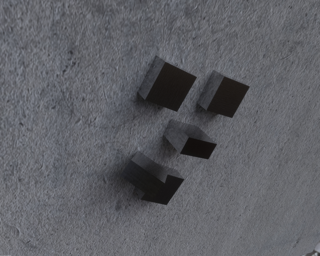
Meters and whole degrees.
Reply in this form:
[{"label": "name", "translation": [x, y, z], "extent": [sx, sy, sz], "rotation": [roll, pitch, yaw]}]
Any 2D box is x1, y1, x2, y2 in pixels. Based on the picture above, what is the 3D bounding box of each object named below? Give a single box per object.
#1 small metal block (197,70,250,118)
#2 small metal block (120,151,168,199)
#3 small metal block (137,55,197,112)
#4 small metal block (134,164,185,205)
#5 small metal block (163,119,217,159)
[{"label": "small metal block", "translation": [0.087, -0.046, 0.426], "extent": [0.050, 0.025, 0.050], "rotation": [13, 112, -34]}, {"label": "small metal block", "translation": [-0.019, 0.059, 0.404], "extent": [0.050, 0.050, 0.025], "rotation": [35, 101, 0]}, {"label": "small metal block", "translation": [0.009, -0.053, 0.378], "extent": [0.050, 0.025, 0.050], "rotation": [18, 109, -35]}, {"label": "small metal block", "translation": [-0.001, 0.083, 0.458], "extent": [0.050, 0.025, 0.050], "rotation": [23, 106, -37]}, {"label": "small metal block", "translation": [0.040, 0.015, 0.422], "extent": [0.050, 0.050, 0.025], "rotation": [14, 111, -34]}]
